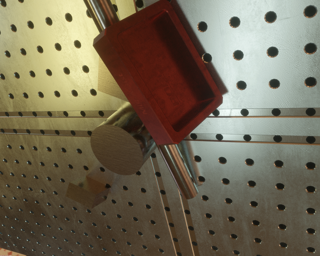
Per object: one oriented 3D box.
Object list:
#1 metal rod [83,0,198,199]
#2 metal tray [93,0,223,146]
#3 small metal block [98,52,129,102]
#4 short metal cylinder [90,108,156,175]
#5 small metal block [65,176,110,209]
[{"bbox_3d":[-0.014,-0.026,0.377,0.025,0.025,0.299,-8,122,31],"label":"metal rod"},{"bbox_3d":[0.003,-0.058,0.327,0.030,0.090,0.130,-12,114,56],"label":"metal tray"},{"bbox_3d":[-0.050,-0.066,0.395,0.050,0.025,0.050,21,126,15],"label":"small metal block"},{"bbox_3d":[-0.048,0.019,0.430,0.080,0.050,0.079,13,124,20],"label":"short metal cylinder"},{"bbox_3d":[-0.120,0.106,0.518,0.050,0.050,0.025,21,99,15],"label":"small metal block"}]
